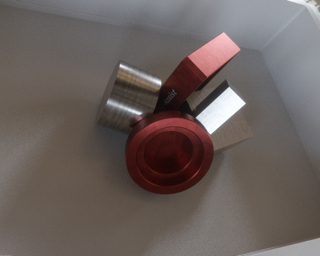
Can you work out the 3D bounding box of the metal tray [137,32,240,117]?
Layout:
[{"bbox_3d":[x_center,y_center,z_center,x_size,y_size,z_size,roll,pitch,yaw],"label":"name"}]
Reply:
[{"bbox_3d":[0.032,-0.053,0.387,0.030,0.129,0.091,47,51,3],"label":"metal tray"}]

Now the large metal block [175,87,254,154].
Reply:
[{"bbox_3d":[0.066,-0.006,0.419,0.081,0.050,0.080,-15,74,-34],"label":"large metal block"}]

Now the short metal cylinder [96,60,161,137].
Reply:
[{"bbox_3d":[-0.039,-0.034,0.369,0.050,0.080,0.080,21,54,-17],"label":"short metal cylinder"}]

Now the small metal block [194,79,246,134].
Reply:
[{"bbox_3d":[0.067,-0.026,0.354,0.025,0.050,0.050,44,19,-7],"label":"small metal block"}]

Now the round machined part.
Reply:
[{"bbox_3d":[0.009,0.025,0.360,0.099,0.097,0.042,19,19,-18],"label":"round machined part"}]
